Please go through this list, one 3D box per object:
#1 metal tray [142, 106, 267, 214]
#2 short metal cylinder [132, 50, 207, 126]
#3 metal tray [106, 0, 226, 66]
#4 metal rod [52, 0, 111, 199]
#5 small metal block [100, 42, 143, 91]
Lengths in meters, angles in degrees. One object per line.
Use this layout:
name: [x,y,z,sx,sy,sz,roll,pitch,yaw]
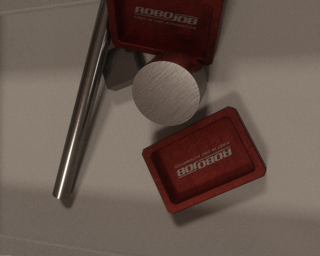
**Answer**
metal tray: [0.053,0.041,0.388,0.130,0.030,0.090,-28,81,17]
short metal cylinder: [0.013,-0.049,0.375,0.080,0.050,0.079,8,120,14]
metal tray: [0.005,-0.128,0.364,0.131,0.090,0.030,14,54,10]
metal rod: [-0.102,-0.038,0.425,0.025,0.025,0.298,23,105,18]
small metal block: [-0.052,-0.084,0.428,0.050,0.025,0.050,-19,84,18]
